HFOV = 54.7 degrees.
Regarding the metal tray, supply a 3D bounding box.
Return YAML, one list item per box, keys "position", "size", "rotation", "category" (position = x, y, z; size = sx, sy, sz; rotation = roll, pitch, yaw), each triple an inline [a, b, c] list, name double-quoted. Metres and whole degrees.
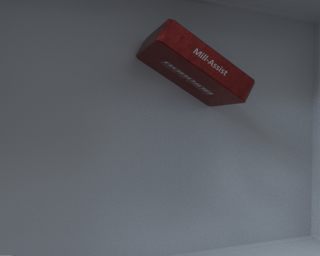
- position: [0.042, -0.075, 0.392]
  size: [0.131, 0.090, 0.030]
  rotation: [31, 80, -18]
  category: "metal tray"
